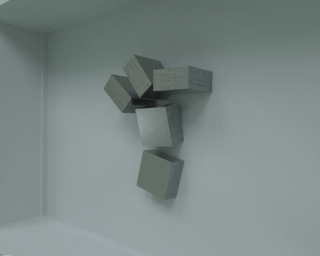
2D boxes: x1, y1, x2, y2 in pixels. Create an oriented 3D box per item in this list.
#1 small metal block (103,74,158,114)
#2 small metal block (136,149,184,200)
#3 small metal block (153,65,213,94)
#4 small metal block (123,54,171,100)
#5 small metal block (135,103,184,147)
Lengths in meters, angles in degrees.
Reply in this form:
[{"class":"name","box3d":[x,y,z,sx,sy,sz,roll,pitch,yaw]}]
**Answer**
[{"class":"small metal block","box3d":[-0.040,-0.045,0.424,0.050,0.050,0.025,50,120,28]},{"class":"small metal block","box3d":[0.000,0.060,0.407,0.050,0.025,0.050,19,102,38]},{"class":"small metal block","box3d":[0.028,-0.055,0.368,0.050,0.050,0.025,2,91,40]},{"class":"small metal block","box3d":[-0.013,-0.064,0.401,0.025,0.050,0.050,-45,63,31]},{"class":"small metal block","box3d":[-0.001,-0.004,0.400,0.050,0.025,0.050,-1,104,39]}]
